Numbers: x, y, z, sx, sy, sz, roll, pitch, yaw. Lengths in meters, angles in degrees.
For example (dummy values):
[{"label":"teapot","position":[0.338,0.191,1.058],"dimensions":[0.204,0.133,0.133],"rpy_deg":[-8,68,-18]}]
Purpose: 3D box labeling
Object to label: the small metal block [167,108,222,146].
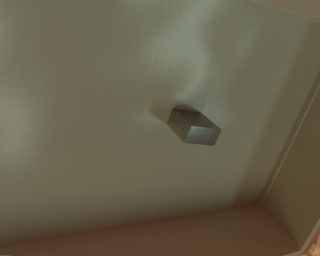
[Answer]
[{"label":"small metal block","position":[0.045,-0.001,0.418],"dimensions":[0.050,0.050,0.025],"rpy_deg":[7,115,-32]}]
